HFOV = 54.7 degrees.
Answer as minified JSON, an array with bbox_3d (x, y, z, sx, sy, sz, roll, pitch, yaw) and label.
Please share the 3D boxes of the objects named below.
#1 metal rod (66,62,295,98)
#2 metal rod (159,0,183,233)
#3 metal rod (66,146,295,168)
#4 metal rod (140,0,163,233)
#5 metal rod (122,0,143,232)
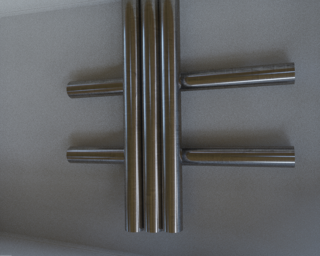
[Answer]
[{"bbox_3d":[0.012,-0.059,0.405,0.301,0.025,0.025,-1,90,19],"label":"metal rod"},{"bbox_3d":[0.013,-0.026,0.377,0.025,0.025,0.298,-1,90,20],"label":"metal rod"},{"bbox_3d":[0.012,0.036,0.405,0.301,0.025,0.025,-1,90,19],"label":"metal rod"},{"bbox_3d":[-0.010,-0.023,0.385,0.025,0.025,0.298,-1,90,20],"label":"metal rod"},{"bbox_3d":[-0.034,-0.021,0.394,0.025,0.025,0.298,-1,90,20],"label":"metal rod"}]
